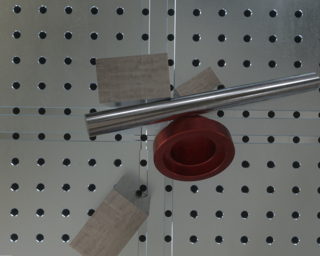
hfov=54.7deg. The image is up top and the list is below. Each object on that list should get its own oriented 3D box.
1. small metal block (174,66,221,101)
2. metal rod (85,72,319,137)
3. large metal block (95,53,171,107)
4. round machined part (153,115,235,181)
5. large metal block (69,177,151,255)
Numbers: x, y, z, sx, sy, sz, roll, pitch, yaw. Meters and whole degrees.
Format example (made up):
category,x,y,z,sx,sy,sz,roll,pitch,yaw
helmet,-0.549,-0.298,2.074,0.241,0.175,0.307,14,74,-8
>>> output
category,x,y,z,sx,sy,sz,roll,pitch,yaw
small metal block,0.047,-0.051,0.401,0.050,0.050,0.025,-33,90,0
metal rod,0.064,-0.032,0.370,0.302,0.025,0.025,-12,90,-18
large metal block,-0.030,-0.056,0.385,0.081,0.080,0.050,-5,90,0
round machined part,0.040,0.022,0.388,0.099,0.097,0.042,-3,45,-2
large metal block,-0.057,0.114,0.385,0.050,0.080,0.080,38,90,0
